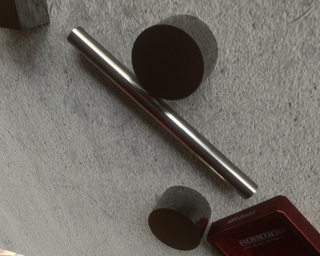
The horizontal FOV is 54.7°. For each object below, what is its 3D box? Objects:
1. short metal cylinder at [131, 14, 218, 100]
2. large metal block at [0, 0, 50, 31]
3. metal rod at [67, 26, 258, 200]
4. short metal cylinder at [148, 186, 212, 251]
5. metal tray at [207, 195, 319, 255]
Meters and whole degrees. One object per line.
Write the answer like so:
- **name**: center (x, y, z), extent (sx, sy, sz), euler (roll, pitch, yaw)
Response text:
- **short metal cylinder**: center (0.017, -0.076, 0.335), extent (0.080, 0.050, 0.079), euler (13, 124, 21)
- **large metal block**: center (-0.193, -0.172, 0.386), extent (0.080, 0.050, 0.079), euler (14, 124, 20)
- **metal rod**: center (0.004, -0.018, 0.393), extent (0.300, 0.025, 0.025), euler (42, 129, -1)
- **short metal cylinder**: center (0.030, 0.132, 0.457), extent (0.080, 0.050, 0.079), euler (13, 124, 21)
- **metal tray**: center (0.141, 0.153, 0.424), extent (0.090, 0.030, 0.129), euler (47, 129, -5)
